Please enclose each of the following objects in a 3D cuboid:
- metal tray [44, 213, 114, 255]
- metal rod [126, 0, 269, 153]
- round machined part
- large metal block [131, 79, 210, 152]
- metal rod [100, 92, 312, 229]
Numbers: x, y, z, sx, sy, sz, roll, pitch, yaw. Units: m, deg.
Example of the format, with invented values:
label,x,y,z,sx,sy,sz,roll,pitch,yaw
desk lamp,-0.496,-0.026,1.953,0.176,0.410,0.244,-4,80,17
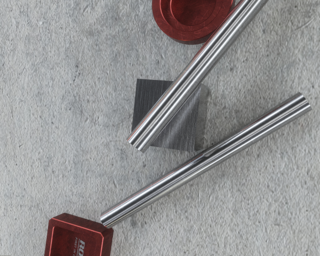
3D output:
label,x,y,z,sx,sy,sz,roll,pitch,yaw
metal tray,-0.122,0.199,0.447,0.090,0.030,0.129,10,93,19
metal rod,0.067,-0.096,0.346,0.025,0.025,0.300,38,87,15
round machined part,0.043,-0.152,0.384,0.098,0.042,0.097,0,90,19
large metal block,0.014,-0.016,0.390,0.080,0.050,0.079,7,92,19
metal rod,0.045,0.049,0.392,0.300,0.025,0.025,-34,79,16
